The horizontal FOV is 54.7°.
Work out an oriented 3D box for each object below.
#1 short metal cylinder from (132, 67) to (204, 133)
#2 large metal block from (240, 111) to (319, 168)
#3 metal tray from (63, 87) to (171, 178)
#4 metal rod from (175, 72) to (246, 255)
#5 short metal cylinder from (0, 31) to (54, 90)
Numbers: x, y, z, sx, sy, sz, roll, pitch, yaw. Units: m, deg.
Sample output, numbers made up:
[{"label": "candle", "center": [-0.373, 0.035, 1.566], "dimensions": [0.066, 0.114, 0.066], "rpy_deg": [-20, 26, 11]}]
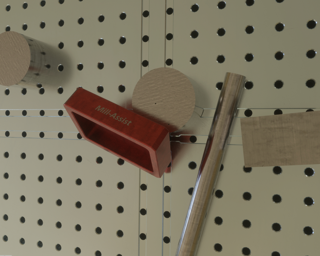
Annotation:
[{"label": "short metal cylinder", "center": [0.012, -0.033, 0.395], "dimensions": [0.080, 0.050, 0.079], "rpy_deg": [0, 90, 19]}, {"label": "large metal block", "center": [0.134, 0.011, 0.336], "dimensions": [0.080, 0.080, 0.050], "rpy_deg": [-6, 88, 19]}, {"label": "metal tray", "center": [-0.051, 0.008, 0.394], "dimensions": [0.130, 0.090, 0.030], "rpy_deg": [25, 65, 18]}, {"label": "metal rod", "center": [0.055, 0.079, 0.392], "dimensions": [0.025, 0.025, 0.298], "rpy_deg": [17, 95, 19]}, {"label": "short metal cylinder", "center": [-0.211, -0.101, 0.472], "dimensions": [0.080, 0.050, 0.079], "rpy_deg": [0, 90, 19]}]
